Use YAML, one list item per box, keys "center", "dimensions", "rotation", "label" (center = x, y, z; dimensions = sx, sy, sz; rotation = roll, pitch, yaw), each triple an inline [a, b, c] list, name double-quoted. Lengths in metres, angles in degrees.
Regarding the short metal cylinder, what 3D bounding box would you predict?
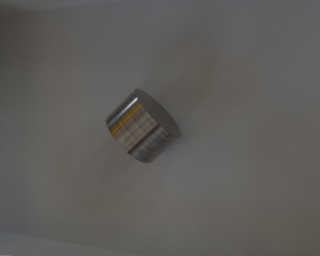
- center: [-0.019, -0.003, 0.385]
  dimensions: [0.050, 0.080, 0.080]
  rotation: [-43, 77, 15]
  label: "short metal cylinder"
